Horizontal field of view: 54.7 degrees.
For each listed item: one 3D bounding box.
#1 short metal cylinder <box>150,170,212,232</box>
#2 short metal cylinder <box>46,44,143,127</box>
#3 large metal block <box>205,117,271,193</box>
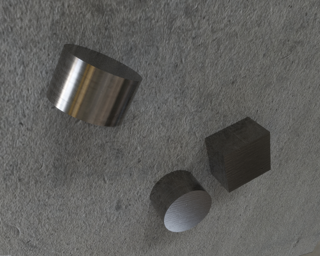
[{"bbox_3d":[0.032,0.112,0.478,0.081,0.050,0.079,-14,124,-21],"label":"short metal cylinder"},{"bbox_3d":[-0.065,-0.043,0.309,0.081,0.080,0.050,15,111,-34],"label":"short metal cylinder"},{"bbox_3d":[0.123,0.041,0.483,0.080,0.050,0.080,-26,128,-13],"label":"large metal block"}]
